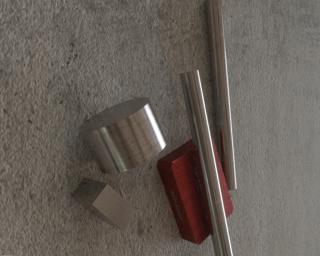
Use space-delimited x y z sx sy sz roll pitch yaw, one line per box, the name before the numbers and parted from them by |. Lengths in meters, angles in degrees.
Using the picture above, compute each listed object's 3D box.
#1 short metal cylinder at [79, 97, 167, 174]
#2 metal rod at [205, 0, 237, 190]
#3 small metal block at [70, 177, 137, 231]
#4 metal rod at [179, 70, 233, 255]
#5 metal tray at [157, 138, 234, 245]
short metal cylinder | -0.039 0.006 0.336 0.081 0.080 0.050 -35 112 -34
metal rod | 0.096 -0.051 0.484 0.025 0.025 0.298 -10 96 -40
small metal block | -0.061 0.082 0.337 0.050 0.050 0.025 50 60 -28
metal rod | 0.068 0.072 0.421 0.025 0.025 0.298 -20 103 -38
metal tray | 0.055 0.087 0.448 0.091 0.030 0.129 -29 109 -36
